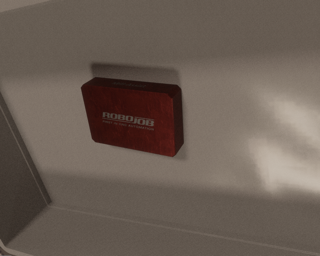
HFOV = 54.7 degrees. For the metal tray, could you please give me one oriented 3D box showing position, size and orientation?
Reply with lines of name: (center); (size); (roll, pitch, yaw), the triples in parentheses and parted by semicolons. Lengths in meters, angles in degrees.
metal tray: (-0.036, -0.016, 0.413); (0.130, 0.030, 0.089); (9, 122, 23)
